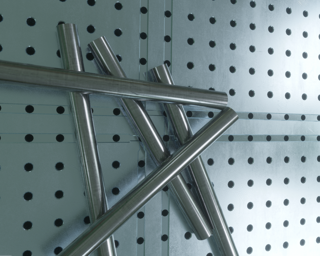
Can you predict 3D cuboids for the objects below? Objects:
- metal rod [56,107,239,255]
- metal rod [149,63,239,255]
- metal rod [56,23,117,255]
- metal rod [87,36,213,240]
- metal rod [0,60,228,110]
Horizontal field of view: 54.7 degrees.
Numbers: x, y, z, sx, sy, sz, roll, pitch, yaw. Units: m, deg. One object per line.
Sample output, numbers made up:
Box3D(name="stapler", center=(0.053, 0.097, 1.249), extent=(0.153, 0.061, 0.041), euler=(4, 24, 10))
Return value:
Box3D(name="metal rod", center=(-0.013, 0.074, 0.382), extent=(0.301, 0.025, 0.025), euler=(-40, 103, -16))
Box3D(name="metal rod", center=(0.051, 0.056, 0.433), extent=(0.025, 0.025, 0.298), euler=(-24, 98, -19))
Box3D(name="metal rod", center=(-0.089, 0.025, 0.380), extent=(0.025, 0.025, 0.298), euler=(-10, 94, -20))
Box3D(name="metal rod", center=(-0.008, 0.021, 0.410), extent=(0.025, 0.025, 0.299), euler=(-32, 101, -17))
Box3D(name="metal rod", center=(-0.056, -0.049, 0.366), extent=(0.302, 0.025, 0.025), euler=(5, 88, -20))
